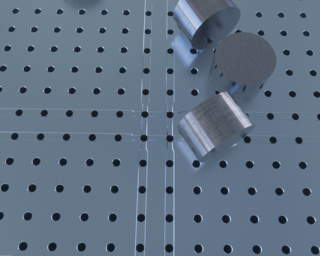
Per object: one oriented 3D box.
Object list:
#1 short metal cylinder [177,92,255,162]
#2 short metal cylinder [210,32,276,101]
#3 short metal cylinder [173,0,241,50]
[{"bbox_3d":[0.069,0.000,0.383,0.080,0.080,0.050,-30,73,-10],"label":"short metal cylinder"},{"bbox_3d":[0.113,-0.084,0.430,0.081,0.050,0.080,0,70,0],"label":"short metal cylinder"},{"bbox_3d":[0.066,-0.158,0.441,0.080,0.080,0.050,-28,73,-10],"label":"short metal cylinder"}]
